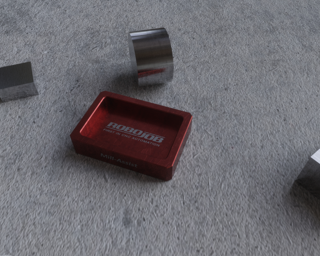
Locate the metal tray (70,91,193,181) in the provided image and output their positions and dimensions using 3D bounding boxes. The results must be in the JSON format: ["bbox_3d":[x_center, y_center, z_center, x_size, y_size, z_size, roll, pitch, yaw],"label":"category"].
[{"bbox_3d":[-0.034,0.006,0.394,0.130,0.030,0.090,16,52,12],"label":"metal tray"}]

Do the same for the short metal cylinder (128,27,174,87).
[{"bbox_3d":[-0.015,-0.103,0.454,0.050,0.080,0.080,-11,51,-9],"label":"short metal cylinder"}]

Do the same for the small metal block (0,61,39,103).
[{"bbox_3d":[-0.212,-0.069,0.460,0.050,0.025,0.050,-15,52,-13],"label":"small metal block"}]

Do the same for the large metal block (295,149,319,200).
[{"bbox_3d":[0.217,0.051,0.346,0.081,0.050,0.080,-32,57,-24],"label":"large metal block"}]
